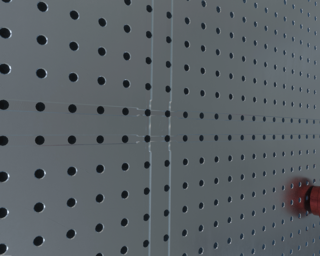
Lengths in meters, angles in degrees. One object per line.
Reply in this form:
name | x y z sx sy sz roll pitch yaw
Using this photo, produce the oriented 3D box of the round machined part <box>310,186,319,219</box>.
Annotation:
round machined part | 0.375 0.168 0.706 0.099 0.042 0.098 3 85 -45
